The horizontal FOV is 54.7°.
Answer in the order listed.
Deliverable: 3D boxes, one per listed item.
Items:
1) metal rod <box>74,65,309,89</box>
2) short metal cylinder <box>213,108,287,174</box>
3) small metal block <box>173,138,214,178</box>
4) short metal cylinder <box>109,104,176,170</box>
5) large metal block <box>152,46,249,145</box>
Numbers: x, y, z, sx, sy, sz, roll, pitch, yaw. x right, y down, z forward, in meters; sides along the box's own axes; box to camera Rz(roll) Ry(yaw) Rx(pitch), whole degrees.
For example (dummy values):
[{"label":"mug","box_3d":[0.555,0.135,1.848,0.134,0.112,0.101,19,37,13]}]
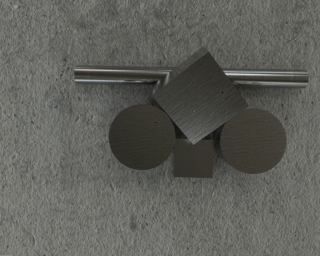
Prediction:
[{"label":"metal rod","box_3d":[0.041,-0.068,0.411,0.302,0.025,0.025,1,90,0]},{"label":"short metal cylinder","box_3d":[0.113,0.016,0.399,0.081,0.050,0.079,0,90,0]},{"label":"small metal block","box_3d":[0.044,0.039,0.412,0.050,0.025,0.050,2,90,0]},{"label":"short metal cylinder","box_3d":[-0.021,0.011,0.398,0.081,0.050,0.079,0,90,0]},{"label":"large metal block","box_3d":[0.047,-0.041,0.381,0.080,0.050,0.080,-37,107,13]}]
